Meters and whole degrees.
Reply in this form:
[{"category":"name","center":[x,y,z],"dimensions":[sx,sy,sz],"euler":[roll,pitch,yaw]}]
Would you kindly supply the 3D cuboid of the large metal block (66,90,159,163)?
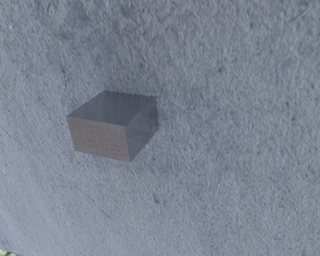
[{"category":"large metal block","center":[-0.057,-0.006,0.396],"dimensions":[0.080,0.080,0.050],"euler":[9,122,23]}]
